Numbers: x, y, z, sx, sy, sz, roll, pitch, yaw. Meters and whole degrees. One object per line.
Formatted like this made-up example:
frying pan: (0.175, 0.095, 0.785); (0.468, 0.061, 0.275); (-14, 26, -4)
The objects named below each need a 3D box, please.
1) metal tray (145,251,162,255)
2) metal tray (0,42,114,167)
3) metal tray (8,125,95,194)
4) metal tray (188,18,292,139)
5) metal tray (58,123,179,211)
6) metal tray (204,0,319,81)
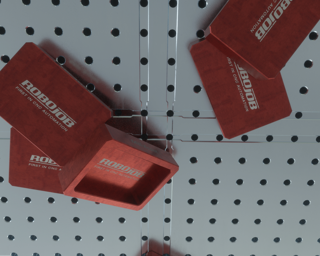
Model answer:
metal tray: (0.014, 0.268, 0.509); (0.130, 0.030, 0.090); (31, 107, -11)
metal tray: (-0.134, -0.027, 0.378); (0.130, 0.030, 0.090); (42, 91, -5)
metal tray: (-0.134, 0.044, 0.426); (0.131, 0.030, 0.089); (11, 110, -4)
metal tray: (0.101, -0.061, 0.389); (0.090, 0.030, 0.130); (-23, 109, 8)
metal tray: (-0.048, 0.056, 0.394); (0.090, 0.030, 0.131); (-49, 136, 13)
metal tray: (0.123, -0.129, 0.343); (0.090, 0.030, 0.130); (37, 92, -6)
